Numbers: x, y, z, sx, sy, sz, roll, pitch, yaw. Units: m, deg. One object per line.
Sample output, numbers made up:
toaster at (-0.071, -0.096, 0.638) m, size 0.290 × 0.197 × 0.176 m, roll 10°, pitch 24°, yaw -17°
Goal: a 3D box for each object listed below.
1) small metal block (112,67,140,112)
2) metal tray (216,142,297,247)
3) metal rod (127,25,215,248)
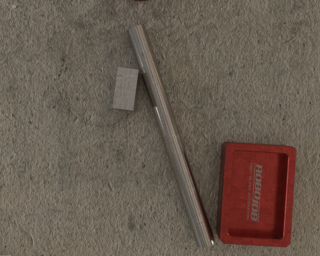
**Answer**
small metal block at (-0.042, -0.047, 0.397) m, size 0.025 × 0.050 × 0.050 m, roll 8°, pitch 90°, yaw 0°
metal tray at (0.125, 0.085, 0.409) m, size 0.091 × 0.030 × 0.129 m, roll 4°, pitch 90°, yaw -1°
metal rod at (0.015, 0.011, 0.410) m, size 0.025 × 0.025 × 0.298 m, roll -18°, pitch 90°, yaw 0°
